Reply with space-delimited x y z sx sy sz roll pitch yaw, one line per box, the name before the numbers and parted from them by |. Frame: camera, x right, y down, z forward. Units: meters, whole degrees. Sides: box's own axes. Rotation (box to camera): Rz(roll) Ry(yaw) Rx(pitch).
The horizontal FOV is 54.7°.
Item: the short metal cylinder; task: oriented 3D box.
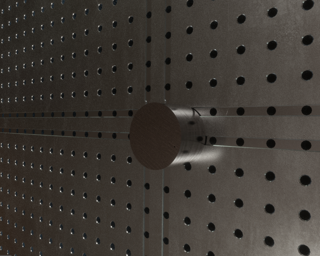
short metal cylinder | 0.009 0.009 0.384 0.080 0.050 0.079 0 90 39
